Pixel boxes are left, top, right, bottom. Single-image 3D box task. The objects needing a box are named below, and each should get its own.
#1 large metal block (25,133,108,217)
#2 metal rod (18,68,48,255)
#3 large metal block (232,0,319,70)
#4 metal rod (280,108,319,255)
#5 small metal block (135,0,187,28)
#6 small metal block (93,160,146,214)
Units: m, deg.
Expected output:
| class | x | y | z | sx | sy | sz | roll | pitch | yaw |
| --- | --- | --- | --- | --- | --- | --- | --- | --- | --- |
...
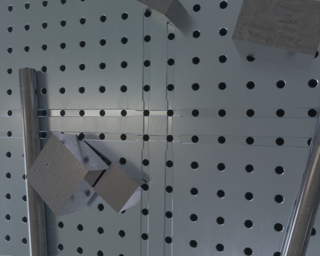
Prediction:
| class | x | y | z | sx | sy | sz | roll | pitch | yaw |
| --- | --- | --- | --- | --- | --- | --- | --- | --- | --- |
| large metal block | -0.131 | 0.064 | 0.440 | 0.080 | 0.050 | 0.080 | 41 | 103 | 23 |
| metal rod | -0.197 | 0.057 | 0.482 | 0.025 | 0.025 | 0.298 | -5 | 88 | 20 |
| large metal block | 0.130 | -0.103 | 0.337 | 0.080 | 0.080 | 0.050 | 19 | 96 | 19 |
| metal rod | 0.181 | 0.028 | 0.348 | 0.025 | 0.025 | 0.298 | 15 | 95 | 19 |
| small metal block | 0.001 | -0.159 | 0.399 | 0.050 | 0.050 | 0.025 | 33 | 101 | 17 |
| small metal block | -0.057 | 0.081 | 0.433 | 0.050 | 0.025 | 0.050 | 40 | 102 | 15 |
